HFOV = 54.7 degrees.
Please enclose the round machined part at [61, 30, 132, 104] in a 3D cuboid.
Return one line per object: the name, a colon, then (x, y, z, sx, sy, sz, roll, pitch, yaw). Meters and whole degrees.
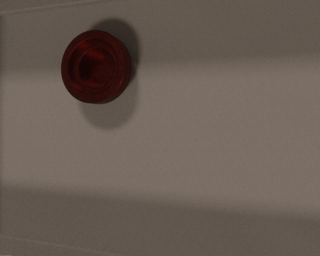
round machined part: (-0.083, -0.082, 0.430, 0.098, 0.042, 0.097, 0, 90, 19)
